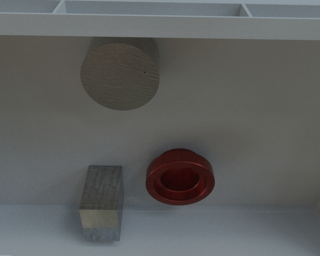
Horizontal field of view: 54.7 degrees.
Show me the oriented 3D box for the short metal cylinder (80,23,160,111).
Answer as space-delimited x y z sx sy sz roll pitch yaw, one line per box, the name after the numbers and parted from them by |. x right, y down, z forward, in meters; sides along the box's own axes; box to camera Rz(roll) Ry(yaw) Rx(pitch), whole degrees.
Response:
-0.041 -0.066 0.336 0.081 0.050 0.079 0 130 0 | short metal cylinder

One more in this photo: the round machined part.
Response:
0.029 0.068 0.457 0.099 0.042 0.097 -1 130 0 | round machined part

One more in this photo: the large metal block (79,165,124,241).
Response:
-0.084 0.113 0.468 0.050 0.080 0.079 1 130 -2 | large metal block
